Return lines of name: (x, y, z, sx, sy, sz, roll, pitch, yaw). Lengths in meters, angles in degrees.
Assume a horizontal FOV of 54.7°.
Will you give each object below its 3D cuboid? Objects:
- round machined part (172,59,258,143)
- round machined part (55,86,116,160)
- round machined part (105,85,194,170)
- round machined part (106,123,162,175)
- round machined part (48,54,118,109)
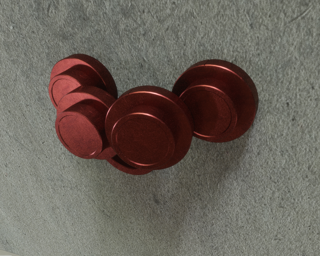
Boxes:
round machined part: (0.057, -0.024, 0.350, 0.098, 0.042, 0.097, 13, 124, 20)
round machined part: (-0.090, 0.000, 0.388, 0.098, 0.042, 0.097, 13, 124, 20)
round machined part: (-0.014, 0.006, 0.340, 0.098, 0.042, 0.097, 5, 117, 10)
round machined part: (-0.036, 0.013, 0.423, 0.098, 0.042, 0.097, 13, 124, 20)
round machined part: (-0.111, -0.048, 0.423, 0.098, 0.042, 0.097, 13, 124, 20)
